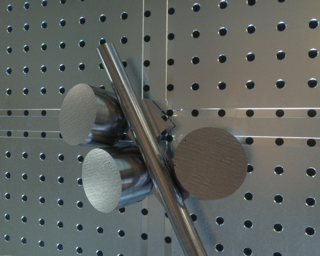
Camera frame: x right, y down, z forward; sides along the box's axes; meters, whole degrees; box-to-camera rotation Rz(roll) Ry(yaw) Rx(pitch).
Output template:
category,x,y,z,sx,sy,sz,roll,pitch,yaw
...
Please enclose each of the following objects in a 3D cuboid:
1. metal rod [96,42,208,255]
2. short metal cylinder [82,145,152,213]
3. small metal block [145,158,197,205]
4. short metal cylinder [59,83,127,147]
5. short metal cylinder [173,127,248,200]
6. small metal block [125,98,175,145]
category,x,y,z,sx,sy,sz,roll,pitch,yaw
metal rod,-0.012,0.029,0.385,0.025,0.025,0.299,-27,81,18
short metal cylinder,-0.057,0.063,0.401,0.080,0.050,0.079,5,97,42
small metal block,0.017,0.073,0.402,0.050,0.025,0.050,-42,77,15
short metal cylinder,-0.089,-0.014,0.412,0.080,0.050,0.080,-9,76,39
short metal cylinder,0.056,0.044,0.362,0.081,0.050,0.080,0,75,1
small metal block,-0.018,-0.004,0.415,0.050,0.025,0.050,-45,76,14
